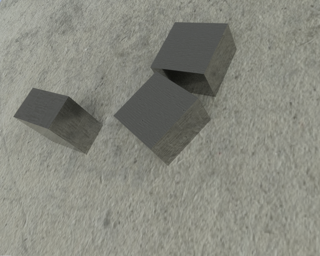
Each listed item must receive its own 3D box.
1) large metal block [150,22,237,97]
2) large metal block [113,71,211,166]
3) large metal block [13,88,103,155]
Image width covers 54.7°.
[{"bbox_3d":[0.047,-0.095,0.420,0.080,0.050,0.080,14,69,33],"label":"large metal block"},{"bbox_3d":[0.003,-0.013,0.393,0.080,0.050,0.080,-47,52,-5],"label":"large metal block"},{"bbox_3d":[-0.145,-0.010,0.449,0.080,0.080,0.050,15,70,33],"label":"large metal block"}]
